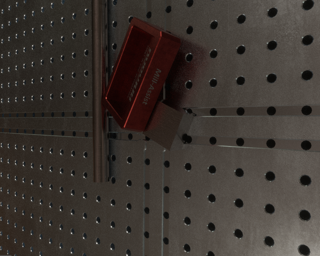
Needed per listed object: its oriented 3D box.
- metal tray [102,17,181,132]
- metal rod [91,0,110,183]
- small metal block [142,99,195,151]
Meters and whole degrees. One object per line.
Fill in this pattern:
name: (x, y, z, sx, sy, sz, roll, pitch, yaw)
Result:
metal tray: (-0.030, -0.071, 0.411, 0.090, 0.030, 0.129, 47, 119, 49)
metal rod: (-0.093, -0.066, 0.483, 0.025, 0.025, 0.298, -1, 89, 39)
small metal block: (0.010, -0.005, 0.399, 0.050, 0.025, 0.050, 31, 109, 35)
